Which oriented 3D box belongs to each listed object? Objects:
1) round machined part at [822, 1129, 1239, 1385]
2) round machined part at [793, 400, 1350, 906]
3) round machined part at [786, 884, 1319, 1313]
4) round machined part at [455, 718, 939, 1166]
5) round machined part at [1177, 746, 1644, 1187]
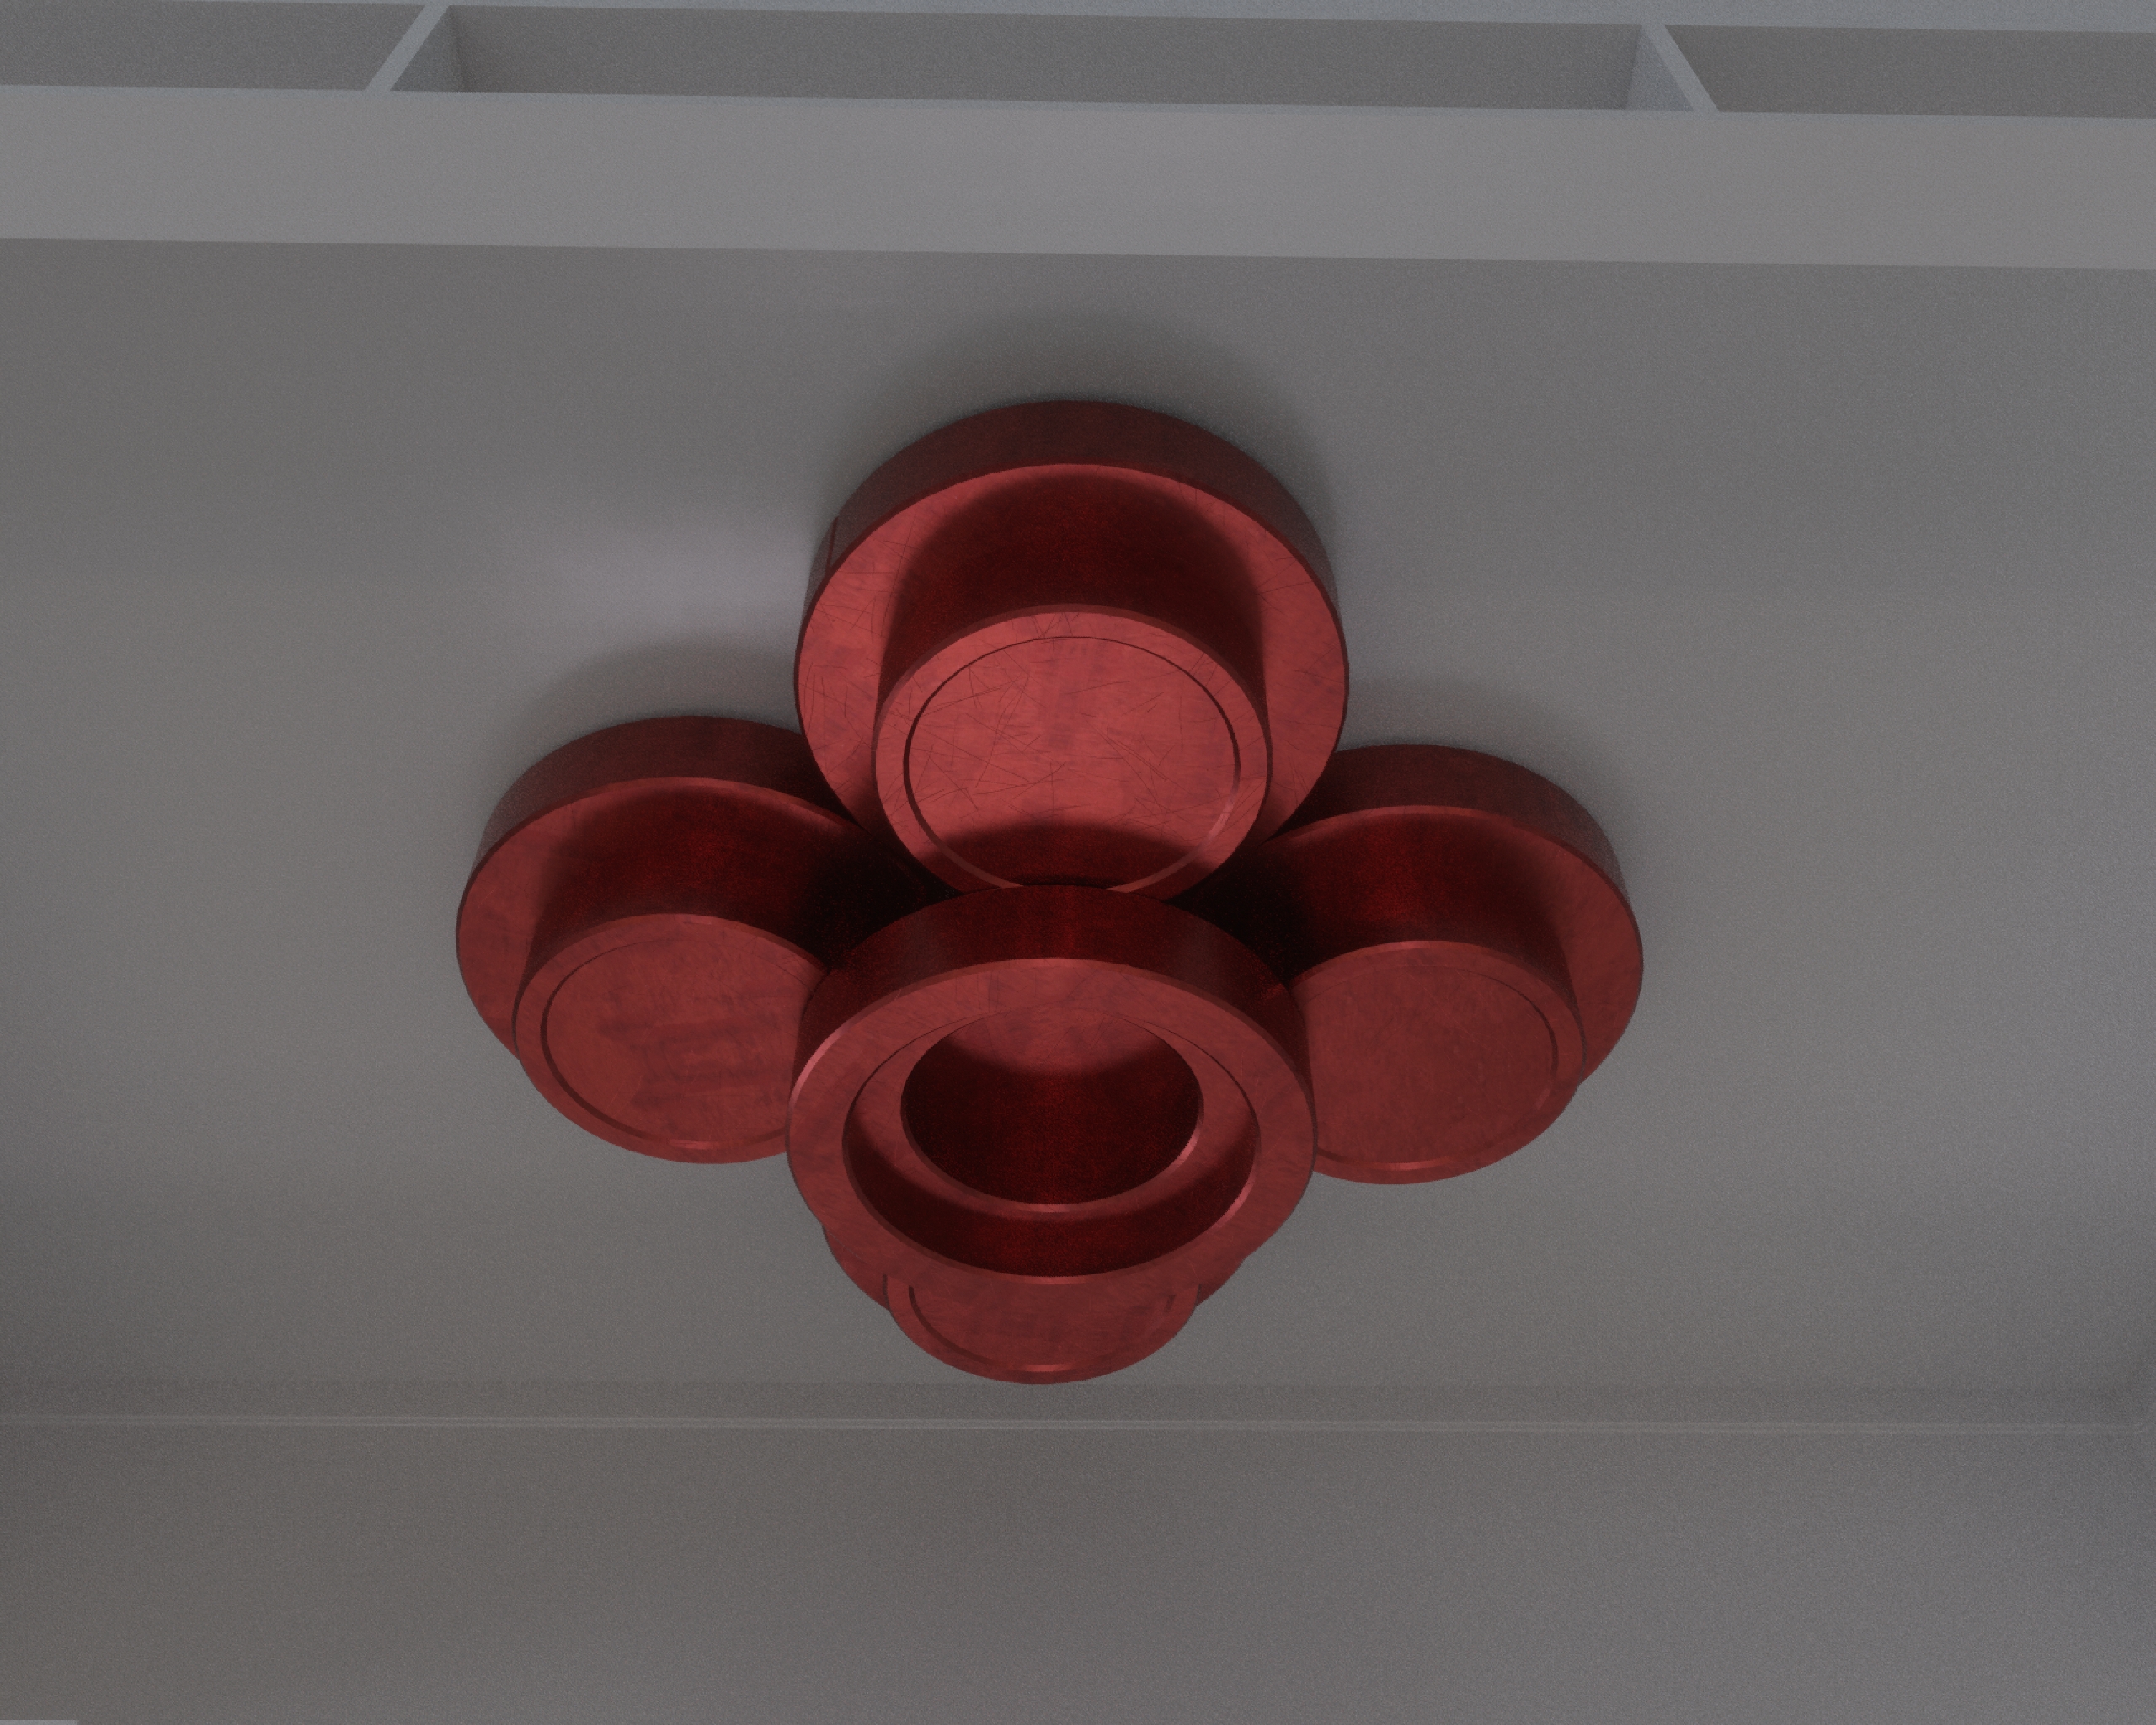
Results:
[{"bbox_3d":[-0.008,0.078,0.461,0.099,0.042,0.097,-1,129,-1],"label":"round machined part"},{"bbox_3d":[-0.001,-0.028,0.370,0.099,0.042,0.097,0,130,0],"label":"round machined part"},{"bbox_3d":[-0.005,0.040,0.402,0.099,0.042,0.097,0,130,0],"label":"round machined part"},{"bbox_3d":[-0.073,0.022,0.413,0.099,0.042,0.097,0,130,0],"label":"round machined part"},{"bbox_3d":[0.064,0.027,0.419,0.099,0.042,0.097,0,130,0],"label":"round machined part"}]
